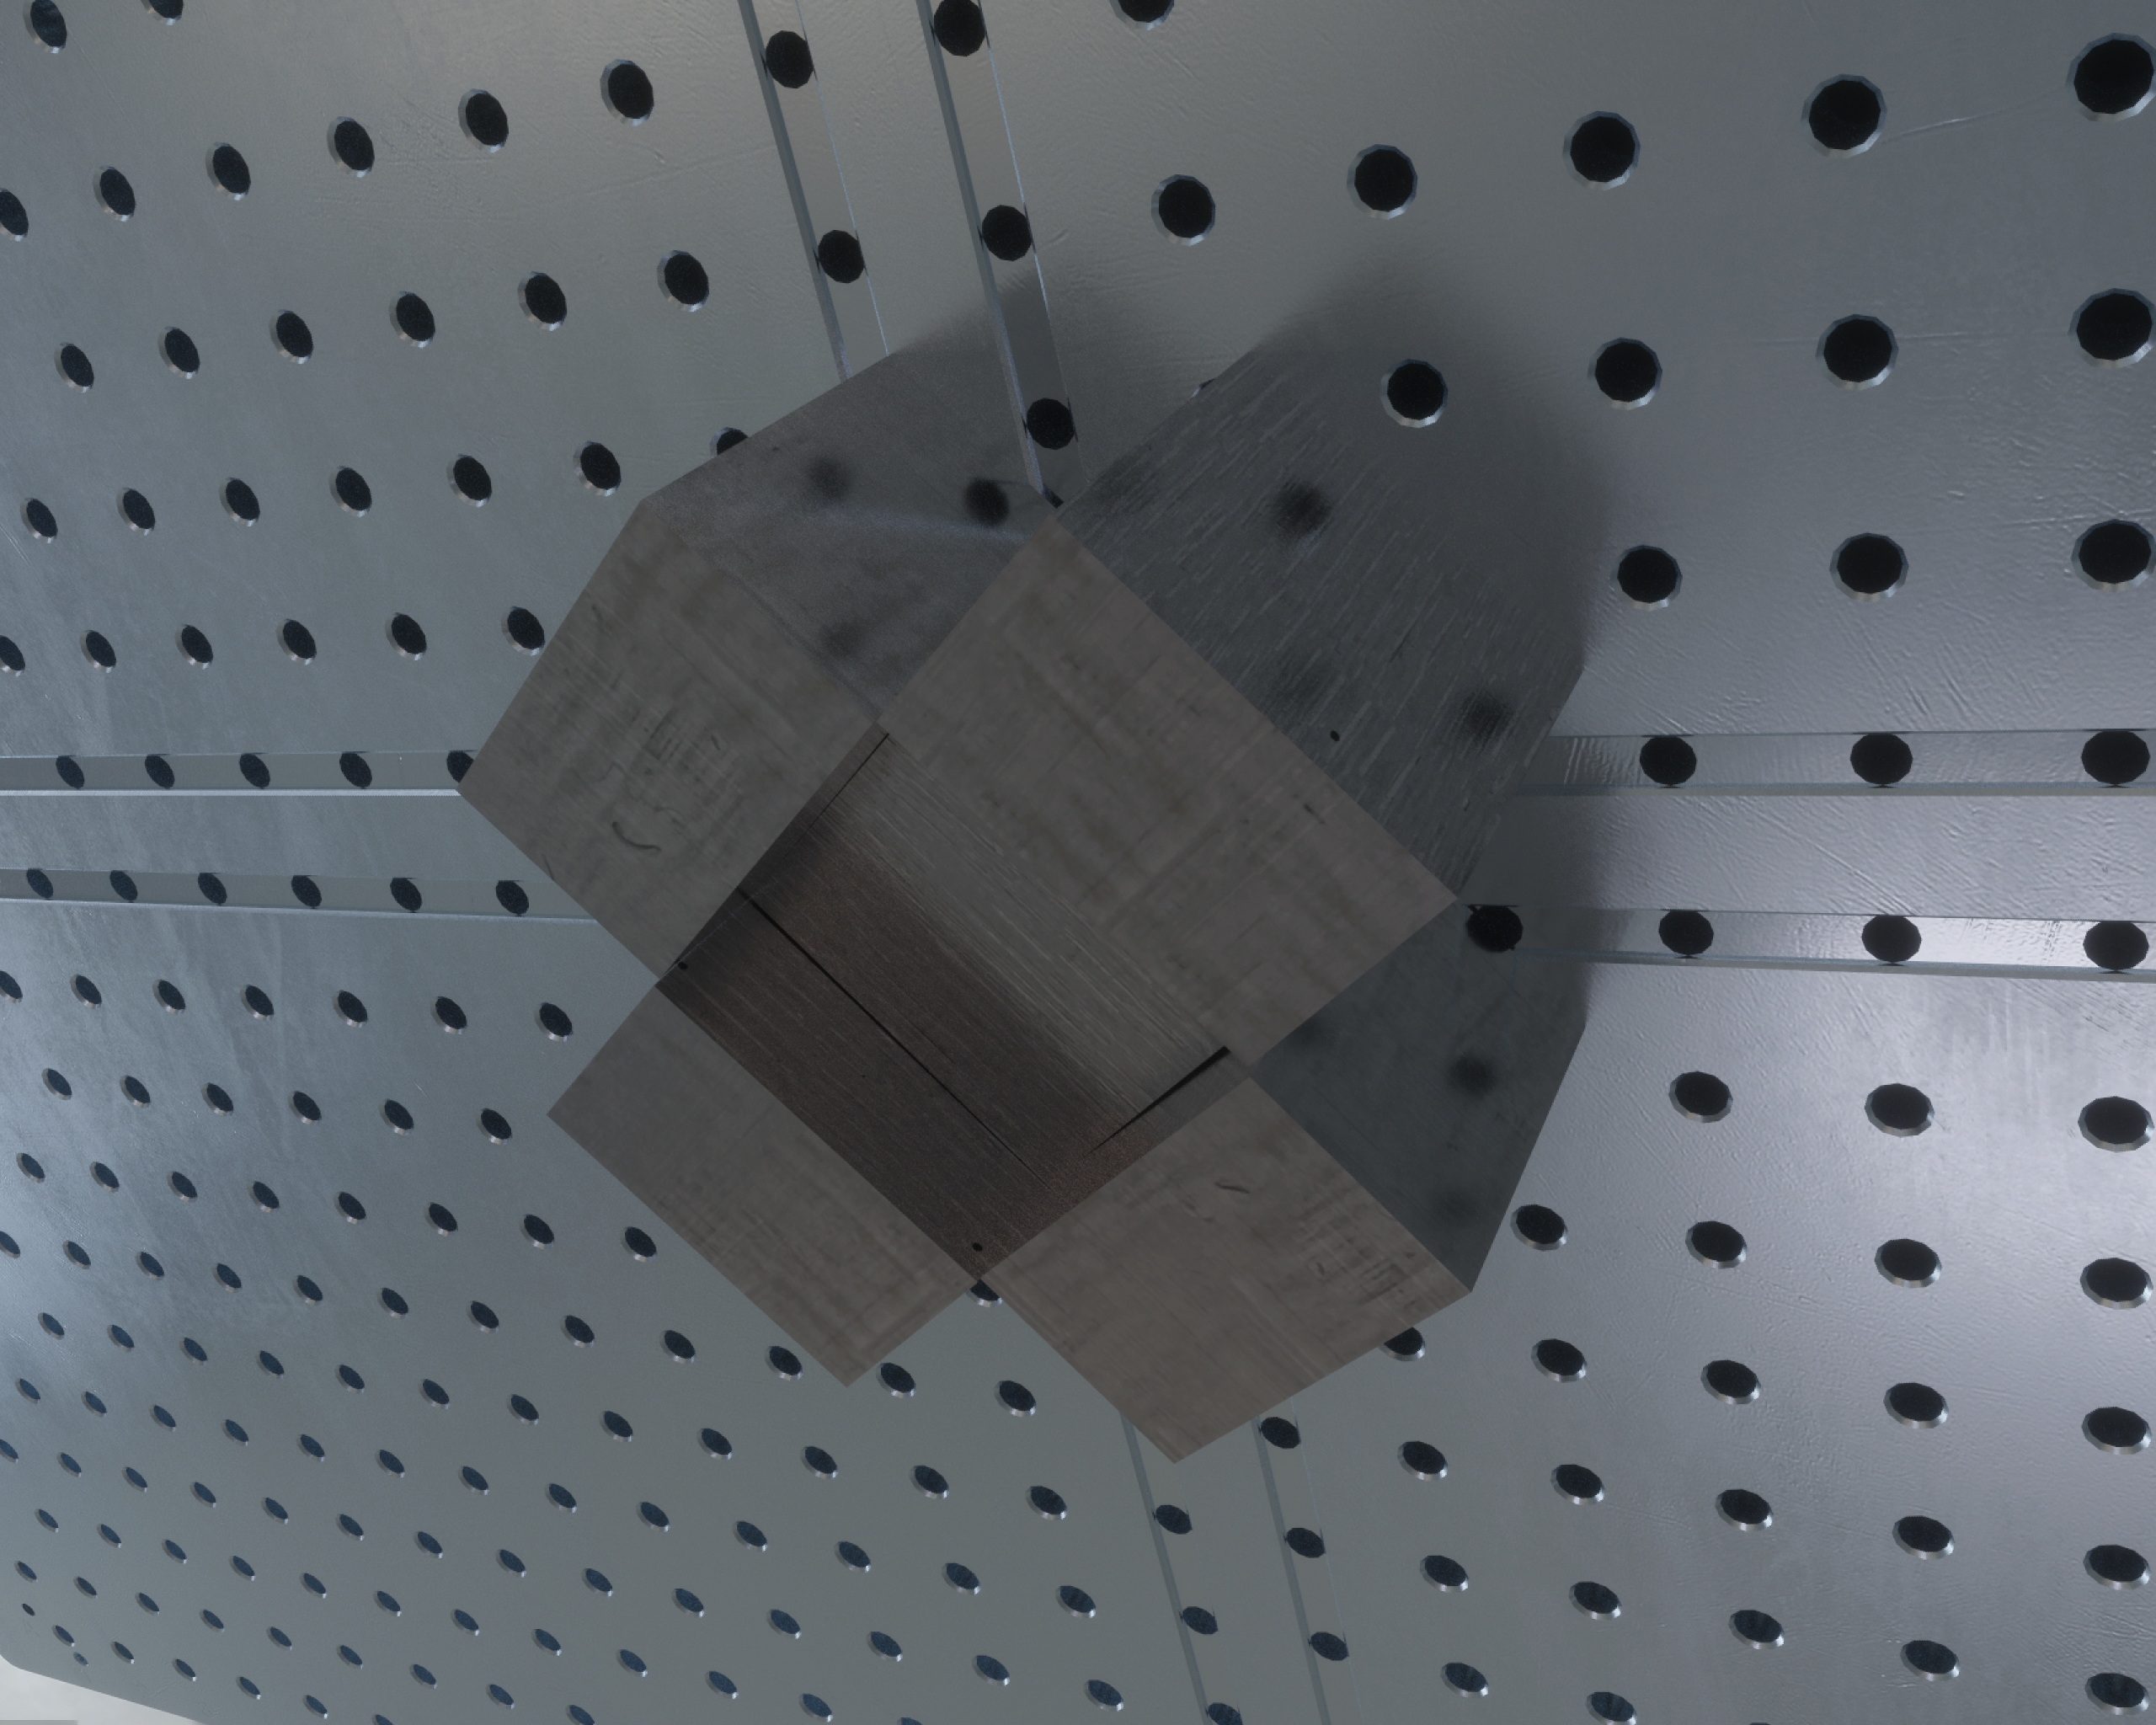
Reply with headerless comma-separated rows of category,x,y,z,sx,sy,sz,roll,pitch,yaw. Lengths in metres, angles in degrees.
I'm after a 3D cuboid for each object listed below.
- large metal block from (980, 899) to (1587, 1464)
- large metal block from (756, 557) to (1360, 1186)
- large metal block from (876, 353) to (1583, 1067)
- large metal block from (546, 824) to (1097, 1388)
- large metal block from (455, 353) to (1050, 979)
large metal block,0.039,0.053,0.390,0.050,0.080,0.080,45,129,-3
large metal block,-0.001,0.002,0.396,0.080,0.050,0.080,45,131,-1
large metal block,0.028,-0.028,0.344,0.080,0.080,0.050,43,129,-2
large metal block,-0.045,0.044,0.427,0.080,0.080,0.050,43,129,-2
large metal block,-0.055,-0.037,0.383,0.050,0.080,0.080,44,129,-2
